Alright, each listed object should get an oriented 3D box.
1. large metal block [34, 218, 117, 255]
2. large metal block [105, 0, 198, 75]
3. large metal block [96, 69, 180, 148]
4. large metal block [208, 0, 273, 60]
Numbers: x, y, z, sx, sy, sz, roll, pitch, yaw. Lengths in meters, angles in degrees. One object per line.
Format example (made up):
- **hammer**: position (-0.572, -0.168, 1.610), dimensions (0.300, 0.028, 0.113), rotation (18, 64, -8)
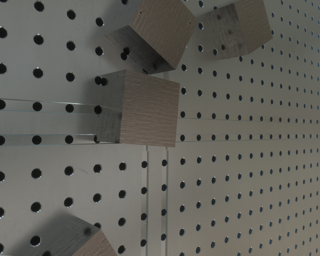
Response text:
- **large metal block**: position (-0.086, 0.156, 0.322), dimensions (0.080, 0.050, 0.080), rotation (-38, 114, -34)
- **large metal block**: position (-0.008, -0.126, 0.388), dimensions (0.080, 0.050, 0.080), rotation (37, 67, -34)
- **large metal block**: position (-0.025, -0.020, 0.374), dimensions (0.081, 0.050, 0.080), rotation (8, 85, -40)
- **large metal block**: position (0.134, -0.168, 0.507), dimensions (0.081, 0.050, 0.080), rotation (-36, 112, -34)
